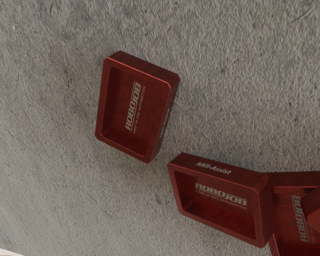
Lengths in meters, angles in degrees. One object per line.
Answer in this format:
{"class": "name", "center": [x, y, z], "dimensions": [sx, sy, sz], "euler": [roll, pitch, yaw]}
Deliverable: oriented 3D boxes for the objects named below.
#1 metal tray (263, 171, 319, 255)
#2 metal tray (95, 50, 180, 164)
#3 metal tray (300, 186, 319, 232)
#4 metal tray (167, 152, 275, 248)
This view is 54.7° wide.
{"class": "metal tray", "center": [0.177, 0.115, 0.381], "dimensions": [0.090, 0.030, 0.129], "euler": [-7, 115, 31]}
{"class": "metal tray", "center": [-0.034, -0.024, 0.406], "dimensions": [0.090, 0.030, 0.129], "euler": [25, 127, 12]}
{"class": "metal tray", "center": [0.222, 0.071, 0.303], "dimensions": [0.090, 0.030, 0.129], "euler": [39, 116, -9]}
{"class": "metal tray", "center": [0.074, 0.088, 0.394], "dimensions": [0.130, 0.030, 0.089], "euler": [11, 125, 42]}
